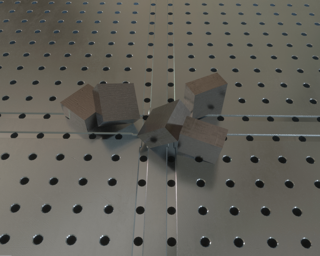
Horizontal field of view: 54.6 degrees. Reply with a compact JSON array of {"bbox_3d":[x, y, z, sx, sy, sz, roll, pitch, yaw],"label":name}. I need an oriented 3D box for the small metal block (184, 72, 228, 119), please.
[{"bbox_3d":[0.061,-0.043,0.428,0.050,0.050,0.025,-21,53,-17],"label":"small metal block"}]

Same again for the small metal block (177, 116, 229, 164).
[{"bbox_3d":[0.050,0.015,0.374,0.050,0.050,0.025,19,64,9],"label":"small metal block"}]

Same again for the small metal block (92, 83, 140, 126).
[{"bbox_3d":[-0.058,-0.031,0.411,0.050,0.025,0.050,-6,79,-28],"label":"small metal block"}]

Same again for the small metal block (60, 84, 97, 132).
[{"bbox_3d":[-0.100,-0.029,0.432,0.050,0.025,0.050,33,57,24],"label":"small metal block"}]

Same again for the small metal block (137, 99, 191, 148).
[{"bbox_3d":[0.006,-0.005,0.395,0.050,0.025,0.050,-17,34,44],"label":"small metal block"}]
